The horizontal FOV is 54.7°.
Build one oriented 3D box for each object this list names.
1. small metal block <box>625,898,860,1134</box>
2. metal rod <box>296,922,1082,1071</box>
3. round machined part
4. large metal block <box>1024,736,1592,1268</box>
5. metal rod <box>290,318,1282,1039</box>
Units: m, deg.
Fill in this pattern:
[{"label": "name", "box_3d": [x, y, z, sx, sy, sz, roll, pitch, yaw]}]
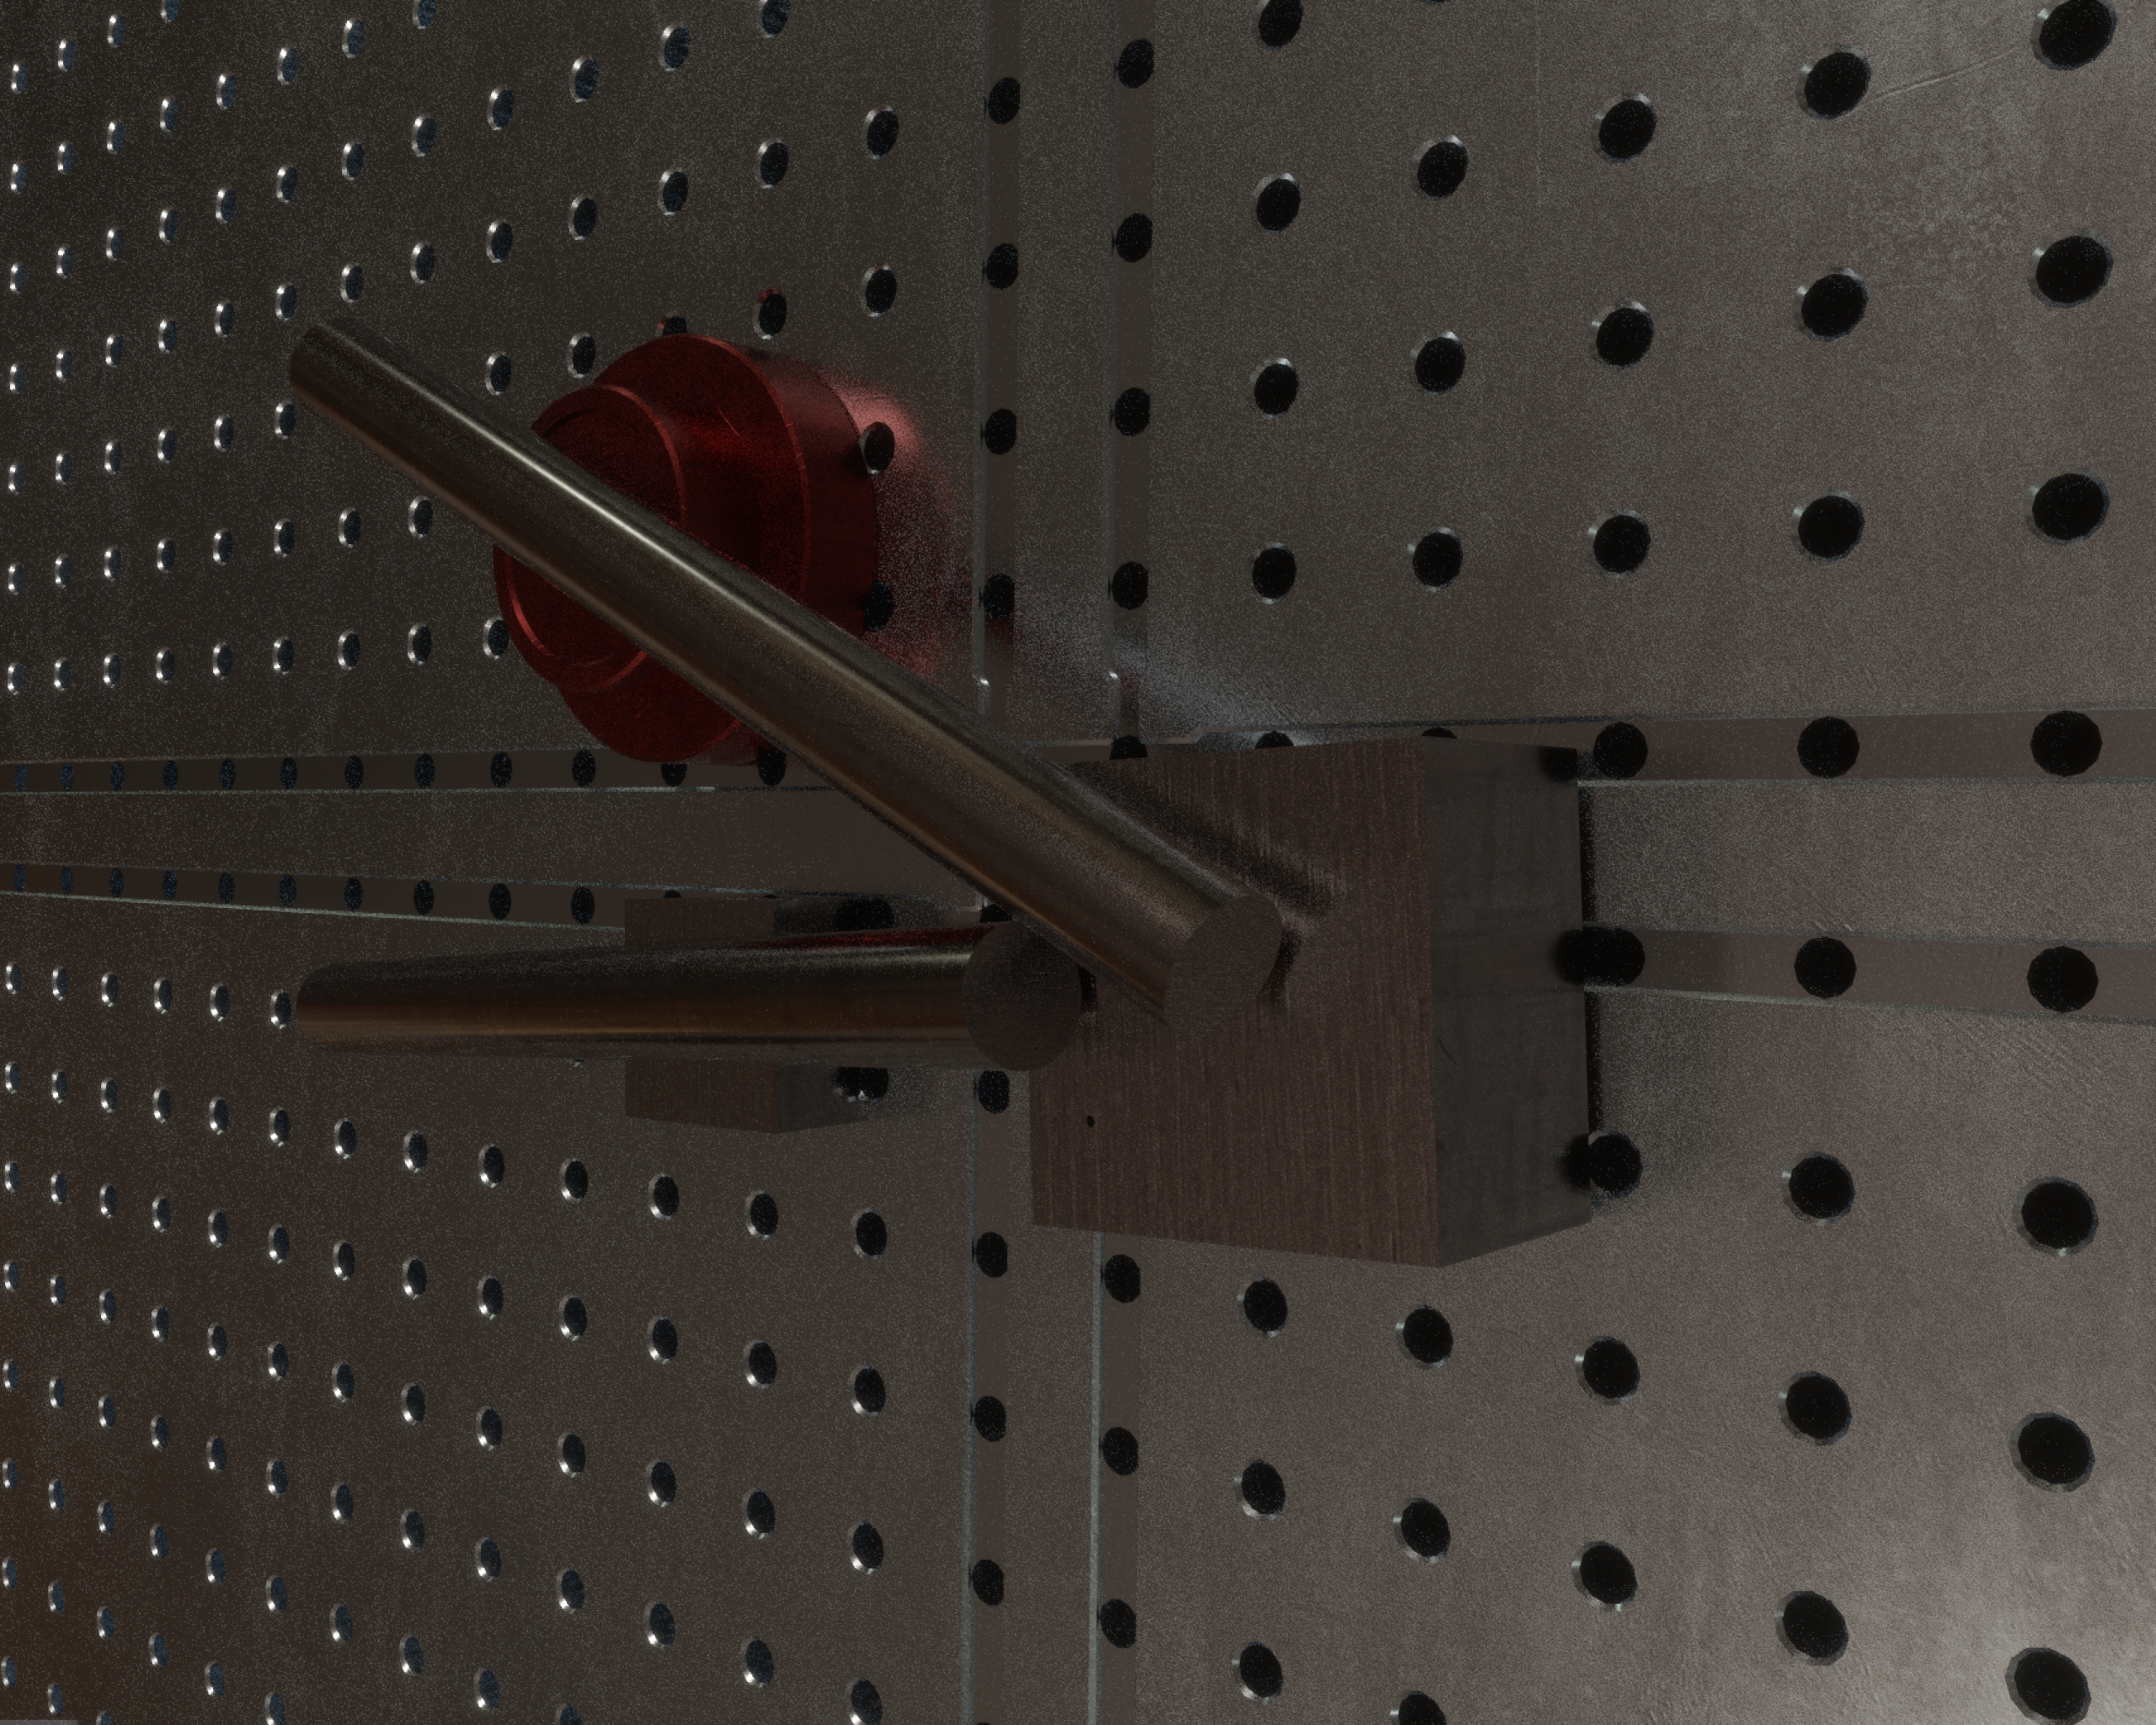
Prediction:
[{"label": "small metal block", "box_3d": [-0.076, 0.033, 0.470, 0.050, 0.025, 0.050, 0, 90, 39]}, {"label": "metal rod", "box_3d": [-0.105, 0.031, 0.458, 0.299, 0.025, 0.025, -5, 87, 50]}, {"label": "round machined part", "box_3d": [-0.096, -0.071, 0.474, 0.098, 0.042, 0.097, 0, 90, 39]}, {"label": "large metal block", "box_3d": [0.038, 0.022, 0.356, 0.080, 0.050, 0.079, -2, 89, 39]}, {"label": "metal rod", "box_3d": [-0.077, -0.051, 0.408, 0.300, 0.025, 0.025, 34, 111, 37]}]
